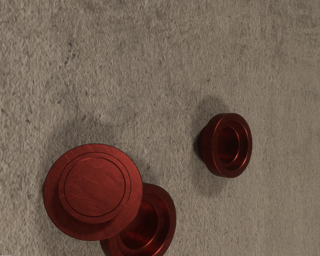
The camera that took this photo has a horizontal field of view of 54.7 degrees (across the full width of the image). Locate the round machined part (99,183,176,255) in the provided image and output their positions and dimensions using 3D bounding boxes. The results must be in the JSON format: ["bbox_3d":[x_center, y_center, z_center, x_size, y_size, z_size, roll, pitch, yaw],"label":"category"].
[{"bbox_3d":[-0.030,0.113,0.370,0.099,0.042,0.097,0,90,-40],"label":"round machined part"}]

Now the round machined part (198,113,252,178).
[{"bbox_3d":[0.096,0.026,0.477,0.099,0.042,0.097,0,90,-40],"label":"round machined part"}]

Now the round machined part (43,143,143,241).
[{"bbox_3d":[-0.065,0.062,0.311,0.099,0.042,0.098,4,69,-12],"label":"round machined part"}]
